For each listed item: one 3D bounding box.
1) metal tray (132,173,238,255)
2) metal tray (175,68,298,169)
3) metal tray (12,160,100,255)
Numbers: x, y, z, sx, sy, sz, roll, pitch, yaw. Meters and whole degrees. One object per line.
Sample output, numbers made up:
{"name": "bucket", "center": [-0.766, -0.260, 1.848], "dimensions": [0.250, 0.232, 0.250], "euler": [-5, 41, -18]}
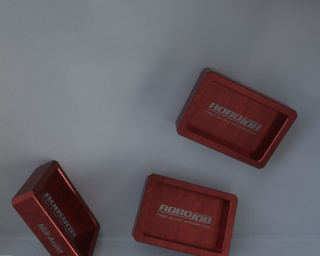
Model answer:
{"name": "metal tray", "center": [0.035, 0.123, 0.430], "dimensions": [0.131, 0.030, 0.090], "euler": [16, 75, -6]}
{"name": "metal tray", "center": [0.097, -0.011, 0.405], "dimensions": [0.131, 0.030, 0.089], "euler": [23, 108, -9]}
{"name": "metal tray", "center": [-0.133, 0.119, 0.418], "dimensions": [0.030, 0.090, 0.130], "euler": [-25, 109, 8]}
